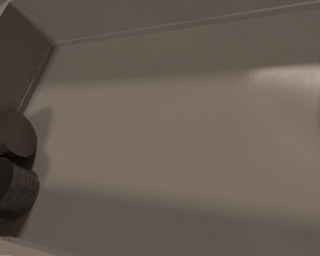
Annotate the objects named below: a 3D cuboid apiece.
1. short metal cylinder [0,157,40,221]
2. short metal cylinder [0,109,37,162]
[{"bbox_3d":[-0.226,0.089,0.451,0.080,0.050,0.080,-13,56,20],"label":"short metal cylinder"},{"bbox_3d":[-0.241,0.017,0.484,0.050,0.080,0.080,-23,53,14],"label":"short metal cylinder"}]
